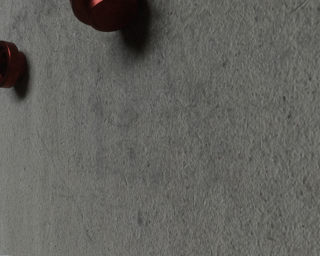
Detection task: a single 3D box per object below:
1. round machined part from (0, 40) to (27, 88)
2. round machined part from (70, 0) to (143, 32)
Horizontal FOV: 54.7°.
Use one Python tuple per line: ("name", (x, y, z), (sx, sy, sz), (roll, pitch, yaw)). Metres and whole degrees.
("round machined part", (-0.320, -0.133, 0.659), (0.098, 0.042, 0.097), (0, 90, 40))
("round machined part", (-0.067, -0.166, 0.413), (0.098, 0.099, 0.042), (-32, 70, 35))
